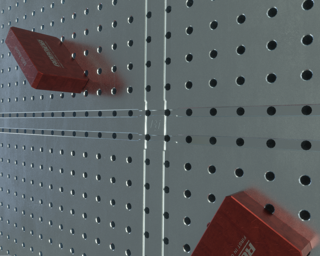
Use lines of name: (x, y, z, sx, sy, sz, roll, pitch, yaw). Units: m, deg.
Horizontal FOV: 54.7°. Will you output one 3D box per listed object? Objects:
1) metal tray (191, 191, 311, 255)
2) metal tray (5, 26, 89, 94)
metal tray: (0.085, 0.147, 0.335, 0.090, 0.030, 0.129, 38, 113, 33)
metal tray: (-0.190, -0.113, 0.520, 0.130, 0.091, 0.030, 51, 120, 27)
